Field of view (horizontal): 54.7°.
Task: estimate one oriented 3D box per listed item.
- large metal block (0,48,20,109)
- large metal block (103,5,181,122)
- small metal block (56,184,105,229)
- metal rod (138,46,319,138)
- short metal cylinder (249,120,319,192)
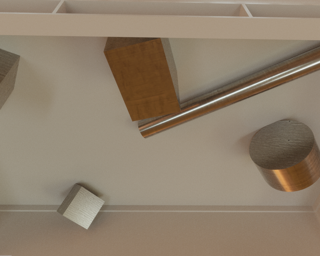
[{"bbox_3d":[-0.206,-0.052,0.326,0.081,0.080,0.050,19,127,-16],"label":"large metal block"},{"bbox_3d":[-0.014,-0.066,0.316,0.050,0.080,0.080,-11,129,9],"label":"large metal block"},{"bbox_3d":[-0.126,0.125,0.494,0.025,0.050,0.050,3,146,52],"label":"small metal block"},{"bbox_3d":[0.111,-0.051,0.367,0.300,0.025,0.025,-22,127,17],"label":"metal rod"},{"bbox_3d":[0.165,0.036,0.406,0.080,0.080,0.050,-25,126,19],"label":"short metal cylinder"}]
